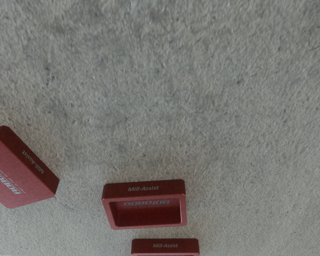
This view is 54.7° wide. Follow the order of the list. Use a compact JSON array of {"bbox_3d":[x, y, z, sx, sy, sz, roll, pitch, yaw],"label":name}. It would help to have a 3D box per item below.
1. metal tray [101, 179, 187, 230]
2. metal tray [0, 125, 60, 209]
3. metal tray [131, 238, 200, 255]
[{"bbox_3d":[-0.022,0.128,0.512,0.131,0.030,0.089,-4,130,3],"label":"metal tray"},{"bbox_3d":[-0.223,0.062,0.454,0.090,0.030,0.130,-18,128,14],"label":"metal tray"},{"bbox_3d":[0.010,0.261,0.626,0.131,0.030,0.089,0,130,-1],"label":"metal tray"}]
